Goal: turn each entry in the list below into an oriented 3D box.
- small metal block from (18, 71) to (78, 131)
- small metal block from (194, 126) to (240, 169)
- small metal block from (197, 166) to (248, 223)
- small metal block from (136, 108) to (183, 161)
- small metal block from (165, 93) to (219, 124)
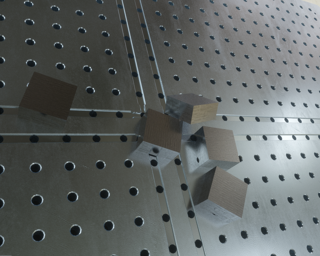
[{"bbox_3d":[-0.129,-0.031,0.357,0.050,0.025,0.050,18,55,-18],"label":"small metal block"},{"bbox_3d":[0.079,0.028,0.433,0.050,0.025,0.050,8,58,-24],"label":"small metal block"},{"bbox_3d":[0.081,0.085,0.399,0.050,0.025,0.050,31,52,-9],"label":"small metal block"},{"bbox_3d":[0.000,0.009,0.402,0.050,0.025,0.050,19,54,-17],"label":"small metal block"},{"bbox_3d":[0.043,-0.028,0.427,0.050,0.025,0.050,-11,26,-41],"label":"small metal block"}]
